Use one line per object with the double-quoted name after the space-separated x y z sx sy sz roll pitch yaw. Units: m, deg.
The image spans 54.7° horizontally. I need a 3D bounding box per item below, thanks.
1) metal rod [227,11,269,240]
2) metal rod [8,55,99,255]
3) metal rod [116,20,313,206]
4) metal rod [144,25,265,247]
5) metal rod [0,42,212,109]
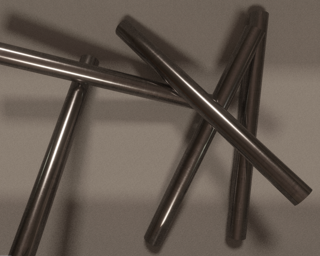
0.117 -0.004 0.412 0.025 0.025 0.298 6 90 -1 "metal rod"
-0.121 0.044 0.351 0.025 0.025 0.299 12 66 0 "metal rod"
0.050 -0.030 0.368 0.025 0.025 0.300 -44 73 0 "metal rod"
0.053 0.015 0.393 0.025 0.025 0.298 25 97 -1 "metal rod"
-0.071 -0.062 0.379 0.302 0.025 0.025 12 90 -13 "metal rod"
